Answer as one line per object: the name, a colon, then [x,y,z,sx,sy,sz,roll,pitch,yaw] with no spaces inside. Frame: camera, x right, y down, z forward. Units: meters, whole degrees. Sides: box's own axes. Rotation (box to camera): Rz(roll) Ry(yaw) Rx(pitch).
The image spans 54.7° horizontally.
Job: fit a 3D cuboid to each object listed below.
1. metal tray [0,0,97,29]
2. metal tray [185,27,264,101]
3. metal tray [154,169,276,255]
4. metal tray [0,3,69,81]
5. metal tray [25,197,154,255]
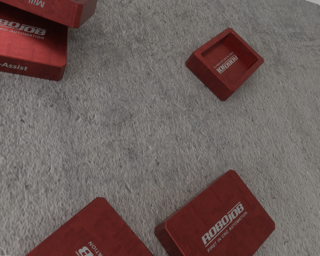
metal tray: [-0.153,-0.173,0.391,0.131,0.030,0.090,19,31,-8]
metal tray: [0.114,-0.113,0.529,0.090,0.030,0.131,46,51,3]
metal tray: [0.069,0.118,0.365,0.131,0.030,0.090,-28,77,-37]
metal tray: [-0.180,-0.111,0.371,0.131,0.030,0.090,7,59,-24]
metal tray: [-0.050,0.142,0.287,0.130,0.030,0.091,48,51,5]
